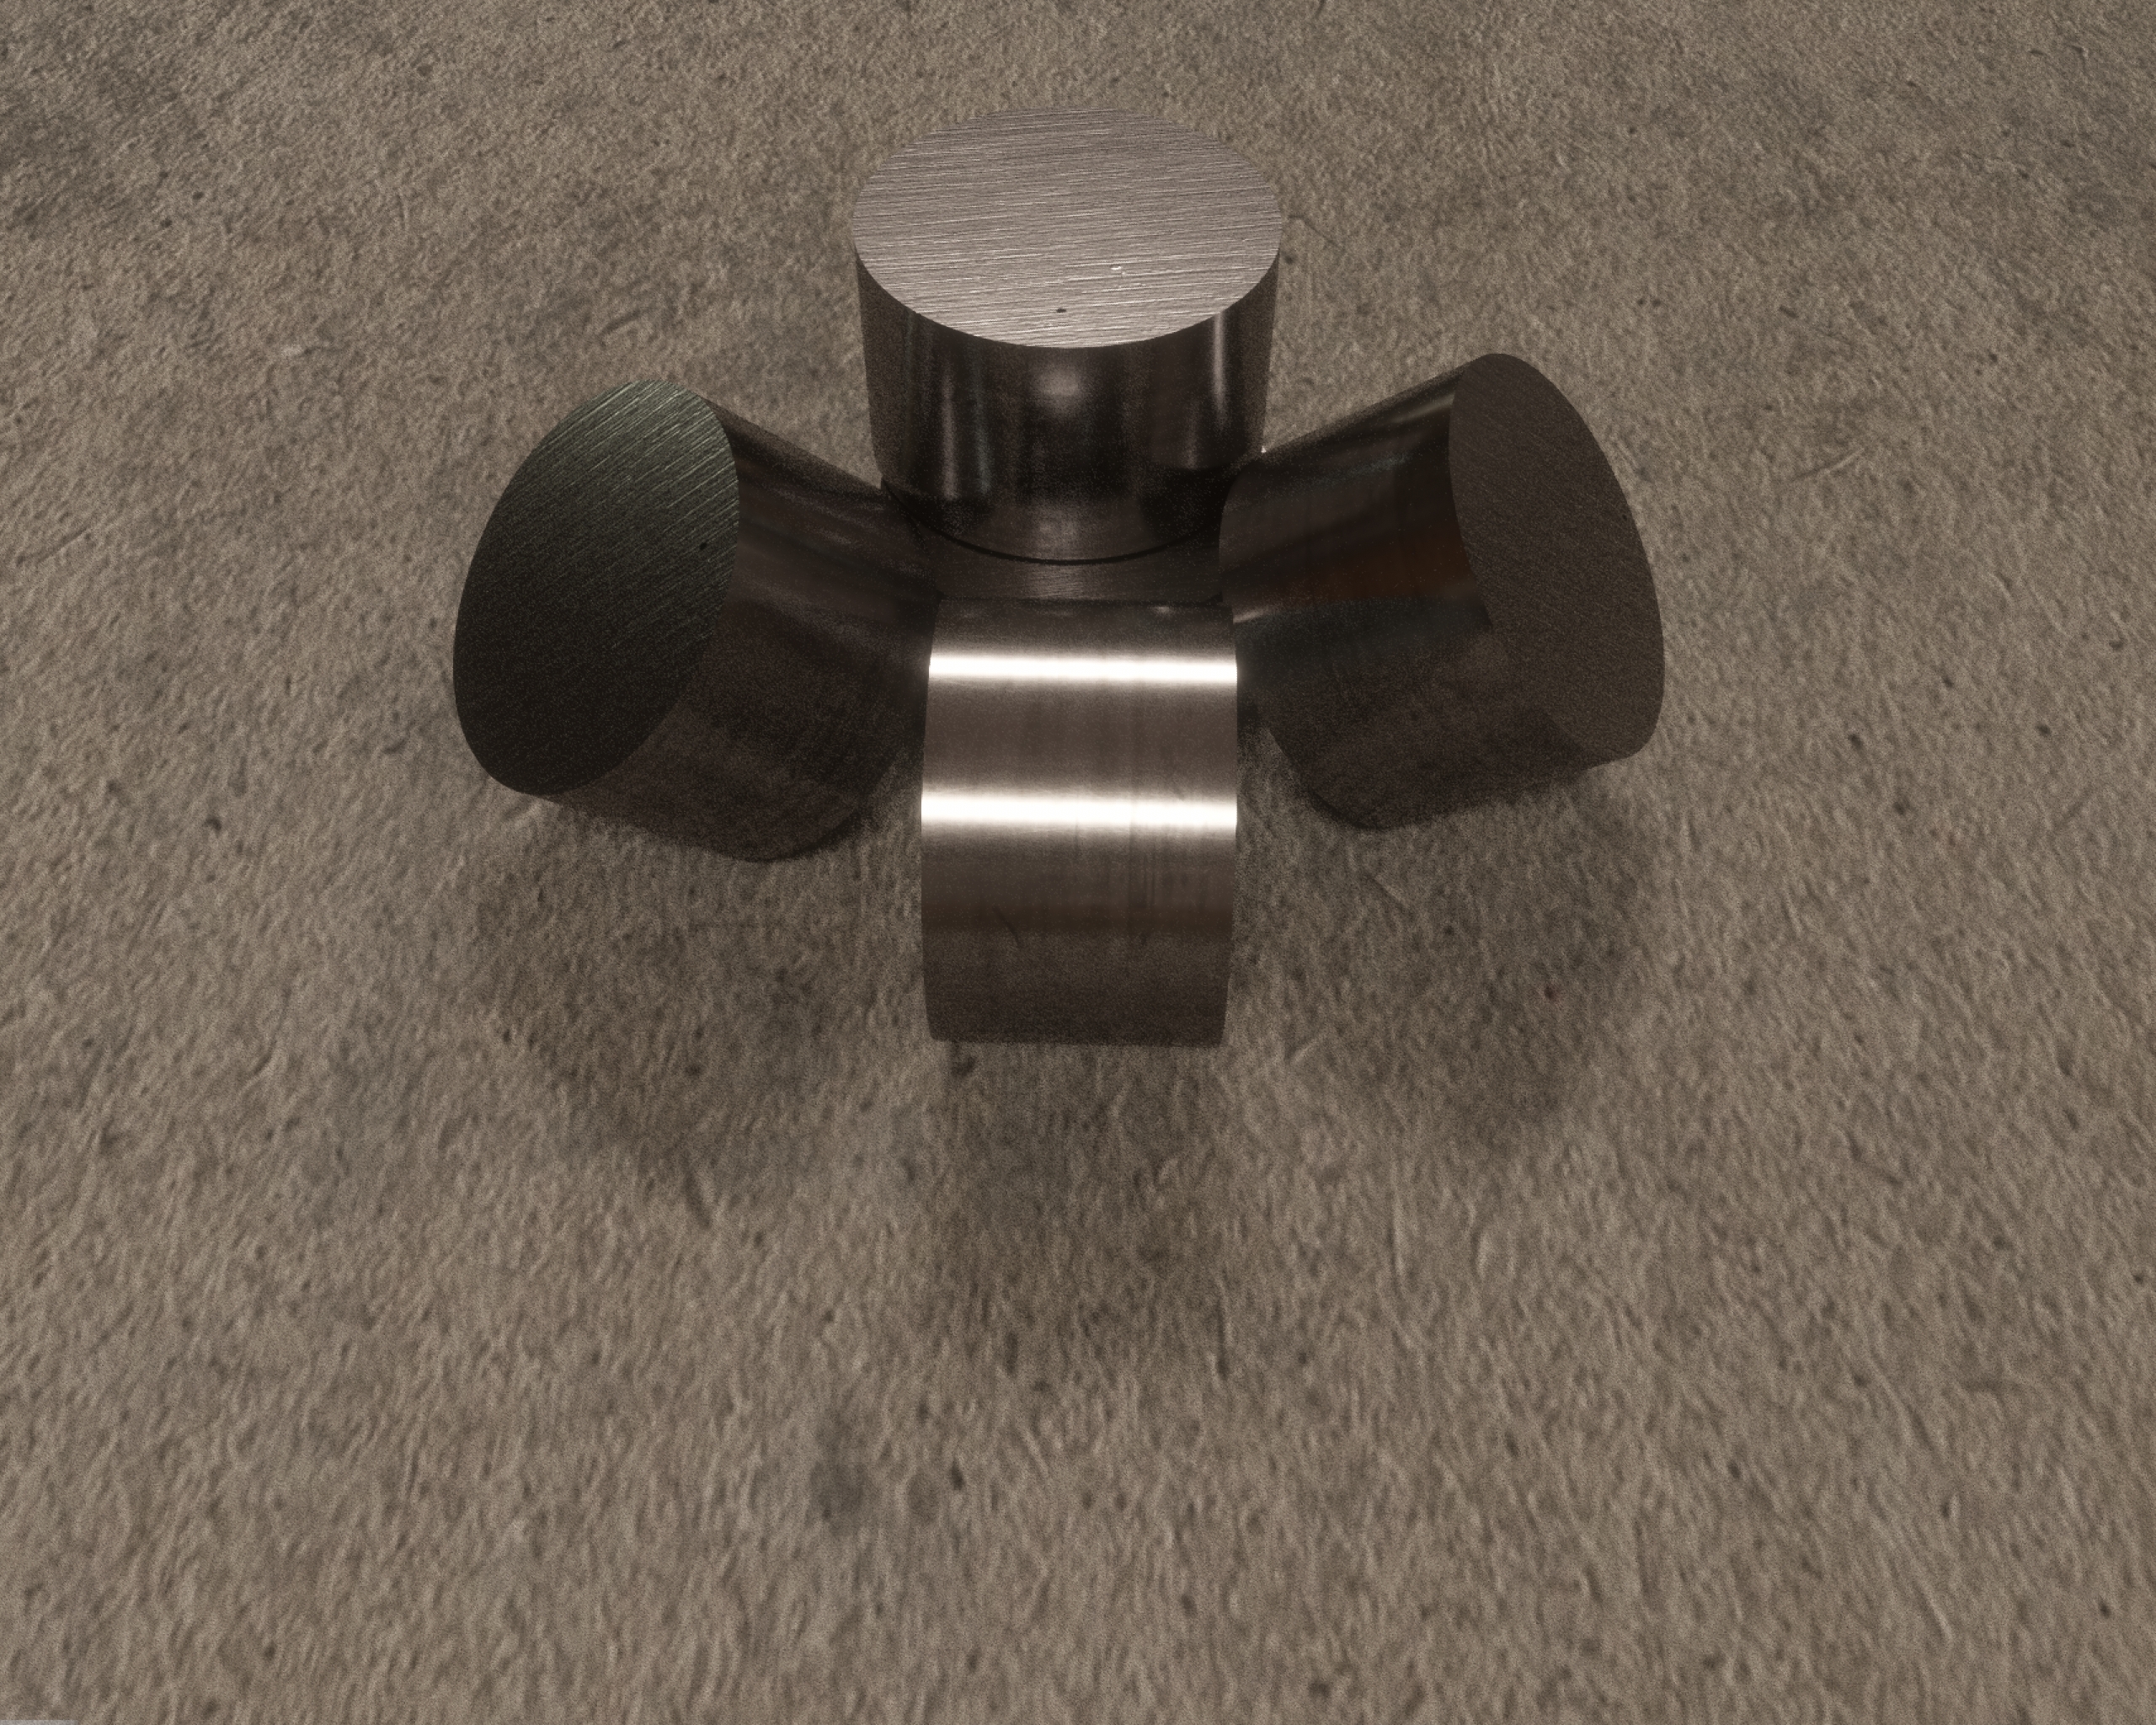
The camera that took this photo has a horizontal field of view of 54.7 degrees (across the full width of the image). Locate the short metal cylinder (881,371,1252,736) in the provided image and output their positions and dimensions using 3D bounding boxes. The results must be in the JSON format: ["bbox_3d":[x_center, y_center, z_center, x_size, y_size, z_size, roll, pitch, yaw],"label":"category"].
[{"bbox_3d":[0.000,-0.059,0.438,0.081,0.050,0.080,0,50,0],"label":"short metal cylinder"}]

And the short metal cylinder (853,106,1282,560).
[{"bbox_3d":[-0.002,-0.105,0.411,0.081,0.050,0.080,0,50,0],"label":"short metal cylinder"}]

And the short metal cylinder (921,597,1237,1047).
[{"bbox_3d":[0.001,-0.007,0.374,0.050,0.080,0.080,1,50,1],"label":"short metal cylinder"}]

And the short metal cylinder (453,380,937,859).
[{"bbox_3d":[-0.074,-0.045,0.399,0.080,0.050,0.080,-13,68,36],"label":"short metal cylinder"}]

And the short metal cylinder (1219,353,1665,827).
[{"bbox_3d":[0.072,-0.052,0.406,0.050,0.080,0.080,-18,39,37],"label":"short metal cylinder"}]
